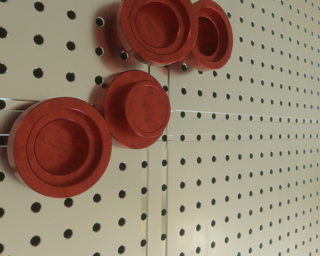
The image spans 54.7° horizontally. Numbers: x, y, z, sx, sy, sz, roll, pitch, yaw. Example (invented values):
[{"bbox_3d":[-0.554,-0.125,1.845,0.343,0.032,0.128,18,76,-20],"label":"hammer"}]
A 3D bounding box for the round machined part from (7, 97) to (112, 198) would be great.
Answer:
[{"bbox_3d":[-0.102,0.018,0.314,0.099,0.042,0.097,0,90,-40],"label":"round machined part"}]

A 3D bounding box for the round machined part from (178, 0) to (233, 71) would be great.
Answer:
[{"bbox_3d":[0.059,-0.131,0.450,0.099,0.042,0.097,0,90,-40],"label":"round machined part"}]

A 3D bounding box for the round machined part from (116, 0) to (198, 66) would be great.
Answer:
[{"bbox_3d":[-0.006,-0.125,0.382,0.099,0.042,0.097,-1,92,-22],"label":"round machined part"}]

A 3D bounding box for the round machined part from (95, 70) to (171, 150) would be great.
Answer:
[{"bbox_3d":[-0.026,-0.022,0.378,0.099,0.042,0.097,0,90,-40],"label":"round machined part"}]
